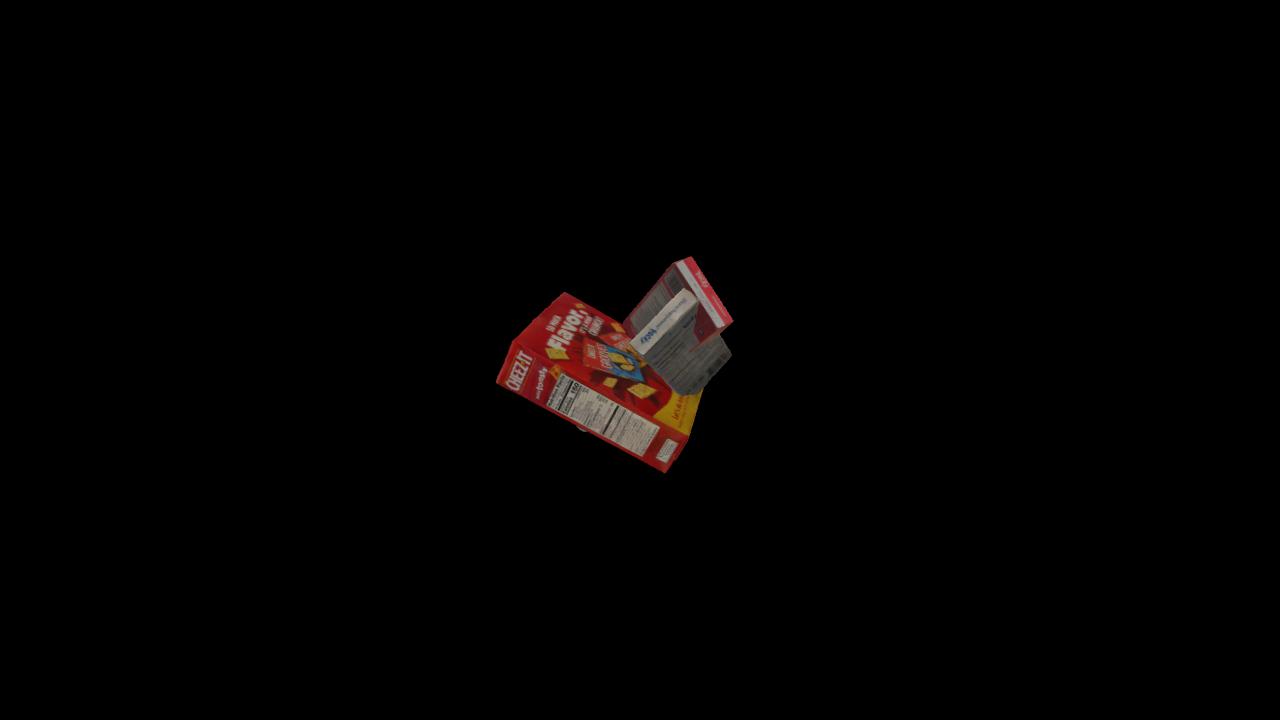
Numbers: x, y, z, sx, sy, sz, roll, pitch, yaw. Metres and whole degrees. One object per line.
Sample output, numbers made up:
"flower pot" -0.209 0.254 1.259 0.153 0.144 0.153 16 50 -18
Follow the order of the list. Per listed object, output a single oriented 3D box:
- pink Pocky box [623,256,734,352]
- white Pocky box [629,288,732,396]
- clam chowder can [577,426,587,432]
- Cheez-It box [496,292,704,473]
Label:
"pink Pocky box" 0.037 -0.042 0.688 0.029 0.084 0.155 -27 -9 -30
"white Pocky box" 0.051 -0.010 0.683 0.028 0.084 0.154 43 -1 31
"clam chowder can" -0.025 0.051 0.752 0.102 0.068 0.068 2 -1 -38
"Cheez-It box" -0.037 0.020 0.746 0.223 0.071 0.166 29 28 -1
